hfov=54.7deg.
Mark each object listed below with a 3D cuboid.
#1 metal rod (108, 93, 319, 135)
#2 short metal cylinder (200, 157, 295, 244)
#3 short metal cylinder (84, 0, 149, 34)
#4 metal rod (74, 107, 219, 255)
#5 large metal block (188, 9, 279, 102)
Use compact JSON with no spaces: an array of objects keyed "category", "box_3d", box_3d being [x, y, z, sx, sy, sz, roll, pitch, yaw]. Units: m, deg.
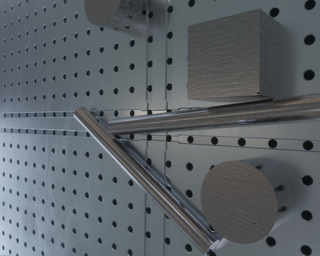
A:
[{"category":"metal rod","box_3d":[0.046,-0.011,0.370,0.300,0.025,0.025,-5,87,39]},{"category":"short metal cylinder","box_3d":[0.090,0.071,0.319,0.080,0.050,0.079,0,90,40]},{"category":"short metal cylinder","box_3d":[-0.063,-0.181,0.445,0.080,0.050,0.079,0,90,40]},{"category":"metal rod","box_3d":[-0.036,0.057,0.439,0.300,0.025,0.025,40,115,32]},{"category":"large metal block","box_3d":[0.077,-0.071,0.329,0.080,0.050,0.079,1,90,40]}]
